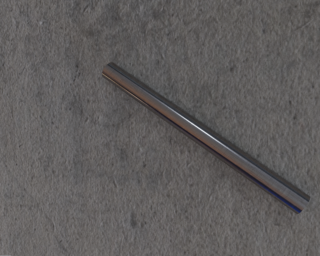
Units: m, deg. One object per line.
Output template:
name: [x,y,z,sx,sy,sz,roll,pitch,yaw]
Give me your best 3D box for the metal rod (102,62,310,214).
metal rod: [0.045,0.003,0.392,0.300,0.025,0.025,36,101,16]
